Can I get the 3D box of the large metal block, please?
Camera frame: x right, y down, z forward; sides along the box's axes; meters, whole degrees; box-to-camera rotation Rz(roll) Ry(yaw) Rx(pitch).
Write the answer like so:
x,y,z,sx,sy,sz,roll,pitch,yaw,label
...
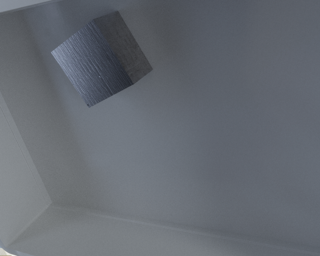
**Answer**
x,y,z,sx,sy,sz,roll,pitch,yaw,label
-0.070,-0.082,0.377,0.080,0.050,0.080,-22,107,35,large metal block
